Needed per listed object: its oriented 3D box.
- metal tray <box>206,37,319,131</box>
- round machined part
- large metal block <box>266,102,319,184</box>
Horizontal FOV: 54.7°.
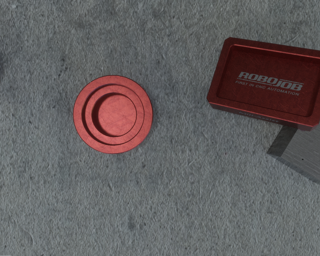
[{"bbox_3d":[0.134,-0.056,0.382,0.130,0.030,0.090,16,84,21],"label":"metal tray"},{"bbox_3d":[-0.058,-0.017,0.401,0.099,0.042,0.097,0,90,-1],"label":"round machined part"},{"bbox_3d":[0.201,0.022,0.400,0.080,0.050,0.080,31,90,-1],"label":"large metal block"}]
